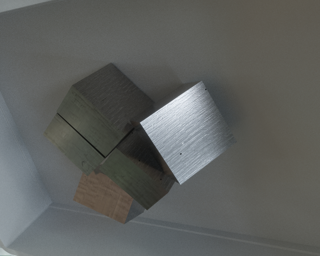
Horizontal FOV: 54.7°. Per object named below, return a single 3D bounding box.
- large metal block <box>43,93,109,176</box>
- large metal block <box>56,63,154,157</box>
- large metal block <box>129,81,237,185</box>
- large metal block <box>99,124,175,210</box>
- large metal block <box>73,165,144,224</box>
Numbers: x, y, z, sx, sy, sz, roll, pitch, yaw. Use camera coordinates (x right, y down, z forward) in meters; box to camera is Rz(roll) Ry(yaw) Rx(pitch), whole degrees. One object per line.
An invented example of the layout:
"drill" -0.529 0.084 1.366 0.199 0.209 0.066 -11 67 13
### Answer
"large metal block" -0.093 0.004 0.422 0.080 0.080 0.050 44 129 -3
"large metal block" -0.065 -0.025 0.388 0.080 0.080 0.050 43 129 -2
"large metal block" 0.025 0.003 0.351 0.080 0.080 0.050 58 167 -13
"large metal block" -0.017 0.044 0.405 0.080 0.080 0.050 41 129 0
"large metal block" -0.064 0.091 0.451 0.080 0.080 0.050 20 92 16
